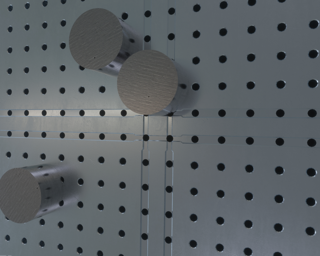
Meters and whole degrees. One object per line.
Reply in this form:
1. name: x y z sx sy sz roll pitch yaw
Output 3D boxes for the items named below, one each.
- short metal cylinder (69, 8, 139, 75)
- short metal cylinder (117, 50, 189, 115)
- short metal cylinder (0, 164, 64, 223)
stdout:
1. short metal cylinder: -0.076 -0.116 0.426 0.080 0.050 0.079 0 90 20
2. short metal cylinder: -0.008 -0.056 0.402 0.080 0.050 0.079 0 90 20
3. short metal cylinder: -0.195 0.097 0.468 0.080 0.050 0.079 0 90 20
